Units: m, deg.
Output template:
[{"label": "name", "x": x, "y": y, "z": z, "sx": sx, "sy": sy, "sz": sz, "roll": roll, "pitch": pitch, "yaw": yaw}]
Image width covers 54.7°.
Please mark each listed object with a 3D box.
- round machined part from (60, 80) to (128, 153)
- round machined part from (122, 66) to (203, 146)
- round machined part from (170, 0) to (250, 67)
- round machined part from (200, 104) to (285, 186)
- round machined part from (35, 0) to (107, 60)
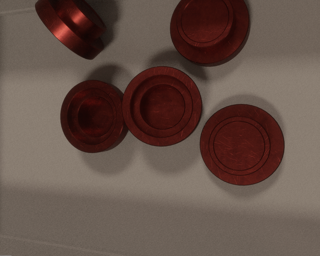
[{"label": "round machined part", "x": -0.085, "y": -0.016, "z": 0.430, "sx": 0.098, "sy": 0.042, "sz": 0.097, "roll": 0, "pitch": 90, "yaw": 20}, {"label": "round machined part", "x": 0.005, "y": -0.026, "z": 0.393, "sx": 0.098, "sy": 0.042, "sz": 0.097, "roll": 0, "pitch": 89, "yaw": 9}, {"label": "round machined part", "x": 0.059, "y": -0.127, "z": 0.380, "sx": 0.098, "sy": 0.042, "sz": 0.097, "roll": 0, "pitch": 90, "yaw": 19}, {"label": "round machined part", "x": 0.095, "y": 0.020, "z": 0.368, "sx": 0.098, "sy": 0.042, "sz": 0.097, "roll": 0, "pitch": 90, "yaw": 19}, {"label": "round machined part", "x": -0.109, "y": -0.142, "z": 0.409, "sx": 0.042, "sy": 0.098, "sz": 0.098, "roll": -39, "pitch": 78, "yaw": 16}]
